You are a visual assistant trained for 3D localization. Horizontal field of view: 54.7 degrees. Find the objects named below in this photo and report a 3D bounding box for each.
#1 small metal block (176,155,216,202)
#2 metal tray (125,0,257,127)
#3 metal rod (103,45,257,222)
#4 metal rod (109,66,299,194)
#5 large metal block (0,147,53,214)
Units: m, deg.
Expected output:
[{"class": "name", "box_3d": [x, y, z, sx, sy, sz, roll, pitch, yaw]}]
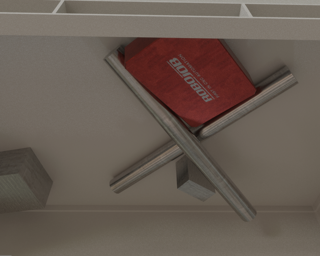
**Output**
[{"class": "small metal block", "box_3d": [0.052, 0.073, 0.456, 0.050, 0.050, 0.025, 30, 124, -24]}, {"class": "metal tray", "box_3d": [0.036, -0.062, 0.341, 0.090, 0.030, 0.130, -31, 132, 24]}, {"class": "metal rod", "box_3d": [0.038, 0.022, 0.395, 0.025, 0.025, 0.300, -31, 114, 23]}, {"class": "metal rod", "box_3d": [0.042, 0.015, 0.422, 0.299, 0.025, 0.025, -35, 123, 25]}, {"class": "large metal block", "box_3d": [-0.219, 0.079, 0.457, 0.080, 0.050, 0.080, -9, 130, 7]}]
